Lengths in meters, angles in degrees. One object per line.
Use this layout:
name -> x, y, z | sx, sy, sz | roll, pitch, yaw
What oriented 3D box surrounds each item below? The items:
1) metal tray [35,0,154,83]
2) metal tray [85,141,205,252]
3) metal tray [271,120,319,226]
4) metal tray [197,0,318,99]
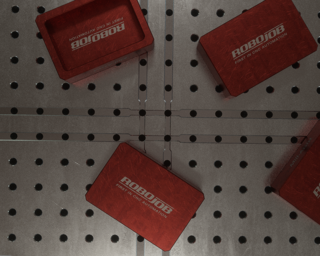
metal tray -> -0.083, -0.125, 0.409 | 0.131, 0.030, 0.090 | -23, 90, -1
metal tray -> -0.019, 0.088, 0.411 | 0.130, 0.030, 0.090 | 34, 90, -1
metal tray -> 0.225, 0.058, 0.414 | 0.090, 0.030, 0.130 | 36, 90, -1
metal tray -> 0.127, -0.109, 0.413 | 0.130, 0.030, 0.090 | -30, 90, -1
